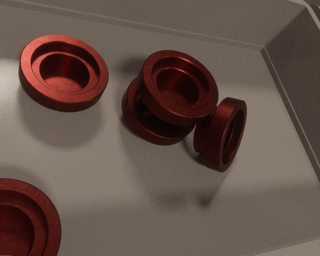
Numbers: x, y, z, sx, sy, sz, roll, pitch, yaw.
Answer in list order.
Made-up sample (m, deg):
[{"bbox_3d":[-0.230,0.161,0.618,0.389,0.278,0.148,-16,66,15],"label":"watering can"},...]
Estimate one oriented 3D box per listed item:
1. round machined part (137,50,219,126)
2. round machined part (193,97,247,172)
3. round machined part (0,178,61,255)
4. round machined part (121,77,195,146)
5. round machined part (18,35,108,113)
[{"bbox_3d":[0.018,-0.044,0.377,0.099,0.042,0.098,12,56,-19],"label":"round machined part"},{"bbox_3d":[0.078,0.006,0.411,0.042,0.097,0.098,18,45,27],"label":"round machined part"},{"bbox_3d":[-0.138,0.096,0.262,0.099,0.042,0.098,14,56,-21],"label":"round machined part"},{"bbox_3d":[-0.004,-0.020,0.407,0.099,0.042,0.098,14,56,-21],"label":"round machined part"},{"bbox_3d":[-0.115,-0.060,0.370,0.099,0.042,0.098,14,56,-21],"label":"round machined part"}]
